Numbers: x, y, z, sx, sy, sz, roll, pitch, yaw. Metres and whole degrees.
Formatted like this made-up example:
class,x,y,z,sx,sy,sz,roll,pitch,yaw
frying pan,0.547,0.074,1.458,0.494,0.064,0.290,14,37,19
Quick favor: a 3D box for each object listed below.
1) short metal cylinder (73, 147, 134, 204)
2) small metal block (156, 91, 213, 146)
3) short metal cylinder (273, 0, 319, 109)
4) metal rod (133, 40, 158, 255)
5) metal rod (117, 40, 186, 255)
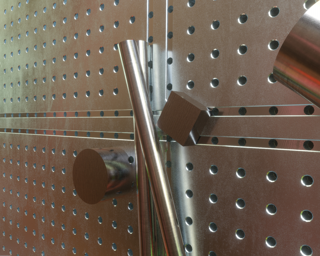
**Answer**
class,x,y,z,sx,sy,sz,roll,pitch,yaw
short metal cylinder,-0.086,0.070,0.464,0.080,0.050,0.080,0,90,39
small metal block,0.029,-0.012,0.386,0.050,0.025,0.050,38,113,33
short metal cylinder,0.142,-0.060,0.256,0.050,0.081,0.080,45,117,31
metal rod,-0.022,0.030,0.427,0.025,0.025,0.298,-5,87,40
metal rod,-0.010,0.033,0.399,0.025,0.025,0.298,-16,85,39
